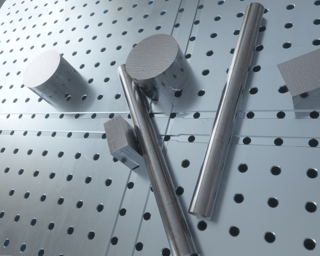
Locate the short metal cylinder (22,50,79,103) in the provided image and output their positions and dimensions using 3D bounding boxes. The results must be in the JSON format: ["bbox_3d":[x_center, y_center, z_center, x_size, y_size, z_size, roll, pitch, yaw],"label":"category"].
[{"bbox_3d":[-0.193,-0.091,0.549,0.080,0.050,0.080,-13,56,21],"label":"short metal cylinder"}]

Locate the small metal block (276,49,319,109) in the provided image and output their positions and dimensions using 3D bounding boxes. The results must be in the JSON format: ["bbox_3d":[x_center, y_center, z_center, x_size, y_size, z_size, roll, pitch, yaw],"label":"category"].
[{"bbox_3d":[0.169,-0.057,0.355,0.050,0.025,0.050,-20,54,16],"label":"small metal block"}]

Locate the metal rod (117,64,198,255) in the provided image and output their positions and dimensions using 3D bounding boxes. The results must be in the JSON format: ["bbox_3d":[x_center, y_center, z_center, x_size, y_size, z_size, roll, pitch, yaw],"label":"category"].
[{"bbox_3d":[-0.015,0.020,0.403,0.025,0.025,0.299,-28,52,10],"label":"metal rod"}]

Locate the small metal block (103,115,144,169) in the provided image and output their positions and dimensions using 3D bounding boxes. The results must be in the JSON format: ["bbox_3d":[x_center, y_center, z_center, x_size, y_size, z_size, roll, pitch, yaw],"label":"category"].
[{"bbox_3d":[-0.045,0.019,0.404,0.025,0.050,0.050,-29,52,10],"label":"small metal block"}]

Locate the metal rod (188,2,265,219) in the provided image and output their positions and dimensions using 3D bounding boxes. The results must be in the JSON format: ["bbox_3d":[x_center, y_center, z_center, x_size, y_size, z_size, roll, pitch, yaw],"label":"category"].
[{"bbox_3d":[0.089,-0.038,0.384,0.025,0.025,0.300,6,64,31],"label":"metal rod"}]

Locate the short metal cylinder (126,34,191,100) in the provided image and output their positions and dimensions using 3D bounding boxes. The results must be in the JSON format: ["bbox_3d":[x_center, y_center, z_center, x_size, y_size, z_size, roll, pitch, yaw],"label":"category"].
[{"bbox_3d":[-0.002,-0.088,0.447,0.080,0.050,0.080,-13,57,21],"label":"short metal cylinder"}]
